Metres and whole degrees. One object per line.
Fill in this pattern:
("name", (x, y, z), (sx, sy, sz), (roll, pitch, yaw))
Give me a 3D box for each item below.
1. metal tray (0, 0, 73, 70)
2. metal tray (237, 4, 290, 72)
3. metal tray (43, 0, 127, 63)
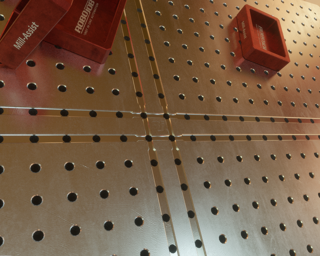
("metal tray", (-0.137, -0.133, 0.346), (0.030, 0.130, 0.090), (30, 49, -35))
("metal tray", (0.207, -0.183, 0.626), (0.091, 0.030, 0.130), (15, 56, -20))
("metal tray", (-0.104, -0.163, 0.447), (0.090, 0.030, 0.130), (20, 54, -16))
